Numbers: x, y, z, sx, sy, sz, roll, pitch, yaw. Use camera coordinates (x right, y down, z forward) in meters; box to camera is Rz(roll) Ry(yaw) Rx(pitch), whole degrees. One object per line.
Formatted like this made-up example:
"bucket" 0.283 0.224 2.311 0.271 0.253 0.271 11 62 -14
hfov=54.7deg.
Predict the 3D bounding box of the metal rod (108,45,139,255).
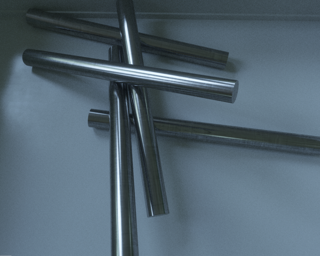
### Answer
"metal rod" -0.046 0.008 0.361 0.025 0.025 0.300 -6 53 -2

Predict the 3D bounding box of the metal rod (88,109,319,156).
"metal rod" 0.057 0.005 0.407 0.302 0.025 0.025 7 70 2

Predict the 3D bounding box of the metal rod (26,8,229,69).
"metal rod" -0.050 -0.132 0.457 0.301 0.025 0.025 14 71 5

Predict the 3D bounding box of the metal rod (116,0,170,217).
"metal rod" -0.026 -0.041 0.396 0.025 0.025 0.299 -9 70 -3

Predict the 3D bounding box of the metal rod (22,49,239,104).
"metal rod" -0.055 -0.070 0.386 0.301 0.025 0.025 13 70 24
